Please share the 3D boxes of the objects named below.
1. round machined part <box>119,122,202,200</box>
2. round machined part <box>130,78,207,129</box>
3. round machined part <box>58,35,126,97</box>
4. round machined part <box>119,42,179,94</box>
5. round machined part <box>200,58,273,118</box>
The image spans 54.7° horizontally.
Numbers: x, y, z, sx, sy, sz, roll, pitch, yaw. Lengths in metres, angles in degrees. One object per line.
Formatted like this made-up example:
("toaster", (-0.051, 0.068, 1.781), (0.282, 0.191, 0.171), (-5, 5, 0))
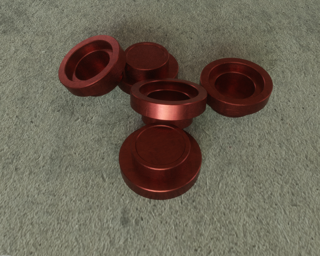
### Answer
("round machined part", (0.001, 0.031, 0.367), (0.099, 0.042, 0.098), (0, 50, 0))
("round machined part", (0.011, -0.030, 0.406), (0.099, 0.042, 0.098), (2, 27, -1))
("round machined part", (-0.093, -0.085, 0.450), (0.098, 0.042, 0.098), (-11, 56, 17))
("round machined part", (-0.021, -0.095, 0.472), (0.099, 0.042, 0.098), (0, 50, 0))
("round machined part", (0.105, -0.053, 0.439), (0.099, 0.042, 0.098), (0, 50, 0))
